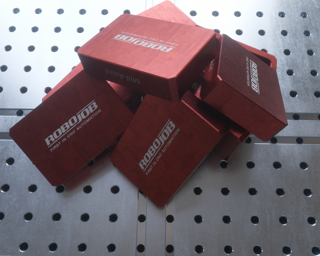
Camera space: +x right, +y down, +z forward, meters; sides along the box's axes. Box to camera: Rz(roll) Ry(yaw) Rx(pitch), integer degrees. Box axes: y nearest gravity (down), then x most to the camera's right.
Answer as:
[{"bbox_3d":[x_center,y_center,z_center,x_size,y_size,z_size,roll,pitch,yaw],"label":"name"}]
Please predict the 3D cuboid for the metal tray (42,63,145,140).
[{"bbox_3d":[-0.082,-0.051,0.427,0.090,0.030,0.130,37,74,12],"label":"metal tray"}]

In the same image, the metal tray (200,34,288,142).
[{"bbox_3d":[0.097,-0.053,0.362,0.090,0.030,0.130,33,36,-10],"label":"metal tray"}]

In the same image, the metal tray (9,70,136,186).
[{"bbox_3d":[-0.105,-0.003,0.385,0.130,0.030,0.090,-40,90,-2],"label":"metal tray"}]

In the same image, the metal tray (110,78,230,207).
[{"bbox_3d":[0.005,0.019,0.356,0.090,0.129,0.030,42,33,13],"label":"metal tray"}]

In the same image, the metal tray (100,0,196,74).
[{"bbox_3d":[-0.006,-0.119,0.432,0.131,0.030,0.090,-37,76,-27],"label":"metal tray"}]

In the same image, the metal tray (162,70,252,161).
[{"bbox_3d":[0.051,-0.023,0.387,0.130,0.090,0.030,42,76,14],"label":"metal tray"}]

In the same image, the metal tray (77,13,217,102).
[{"bbox_3d":[-0.015,-0.084,0.346,0.130,0.030,0.090,21,56,28],"label":"metal tray"}]

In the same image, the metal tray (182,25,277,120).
[{"bbox_3d":[0.091,-0.072,0.412,0.131,0.030,0.090,17,69,-15],"label":"metal tray"}]
